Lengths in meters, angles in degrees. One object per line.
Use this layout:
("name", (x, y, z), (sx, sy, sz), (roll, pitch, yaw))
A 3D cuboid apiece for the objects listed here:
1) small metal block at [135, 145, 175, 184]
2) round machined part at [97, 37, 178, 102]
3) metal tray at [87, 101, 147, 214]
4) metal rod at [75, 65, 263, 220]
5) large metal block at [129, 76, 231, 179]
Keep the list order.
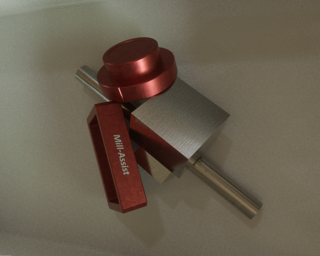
("small metal block", (-0.002, 0.042, 0.395), (0.050, 0.050, 0.025), (40, 103, 15))
("round machined part", (-0.031, -0.077, 0.378), (0.098, 0.098, 0.042), (-2, 130, 19))
("metal tray", (-0.059, 0.038, 0.396), (0.030, 0.090, 0.129), (-13, 84, -22))
("metal rod", (0.001, 0.010, 0.408), (0.300, 0.025, 0.025), (38, 102, 15))
("large metal block", (0.021, -0.002, 0.366), (0.080, 0.050, 0.080), (39, 59, 15))
